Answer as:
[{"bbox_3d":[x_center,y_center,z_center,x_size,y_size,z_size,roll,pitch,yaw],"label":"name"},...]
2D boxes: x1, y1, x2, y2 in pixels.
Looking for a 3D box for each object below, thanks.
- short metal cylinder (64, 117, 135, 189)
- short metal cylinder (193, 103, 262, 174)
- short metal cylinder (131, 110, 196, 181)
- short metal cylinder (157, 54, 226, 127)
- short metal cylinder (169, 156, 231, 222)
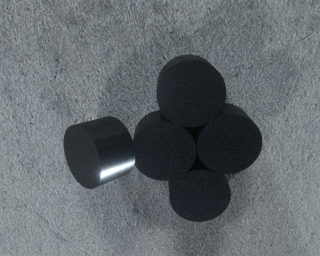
[{"bbox_3d":[-0.076,0.029,0.386,0.080,0.050,0.079,17,115,41],"label":"short metal cylinder"},{"bbox_3d":[0.085,0.012,0.403,0.081,0.050,0.079,0,110,0],"label":"short metal cylinder"},{"bbox_3d":[0.005,0.021,0.405,0.081,0.050,0.079,0,110,0],"label":"short metal cylinder"},{"bbox_3d":[0.036,-0.047,0.380,0.081,0.050,0.079,0,110,0],"label":"short metal cylinder"},{"bbox_3d":[0.053,0.081,0.428,0.081,0.050,0.079,0,110,0],"label":"short metal cylinder"}]
